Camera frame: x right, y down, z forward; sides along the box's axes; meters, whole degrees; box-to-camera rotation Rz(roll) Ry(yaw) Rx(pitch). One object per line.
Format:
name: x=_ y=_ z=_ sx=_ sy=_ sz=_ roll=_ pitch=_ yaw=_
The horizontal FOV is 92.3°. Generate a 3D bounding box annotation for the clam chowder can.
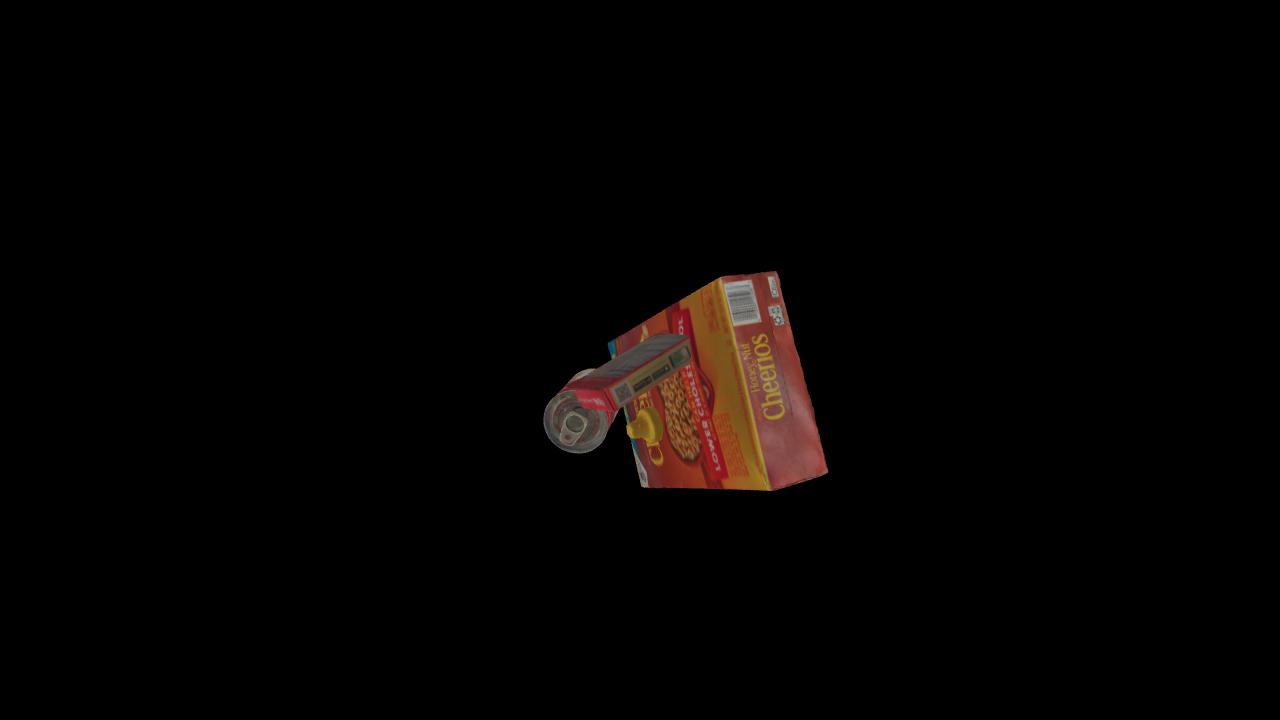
clam chowder can: x=-0.058 y=0.052 z=0.668 sx=0.068 sy=0.068 sz=0.102 roll=0 pitch=12 yaw=8

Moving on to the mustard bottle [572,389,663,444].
mustard bottle: x=0.066 y=0.062 z=0.746 sx=0.184 sy=0.092 sz=0.054 roll=-15 pitch=-34 yaw=-27

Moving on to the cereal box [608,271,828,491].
cereal box: x=0.065 y=0.041 z=0.699 sx=0.081 sy=0.203 sz=0.306 roll=-10 pitch=-6 yaw=-25

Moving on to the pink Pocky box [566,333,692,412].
pink Pocky box: x=0.006 y=0.004 z=0.636 sx=0.155 sy=0.029 sz=0.084 roll=-31 pitch=15 yaw=-29
